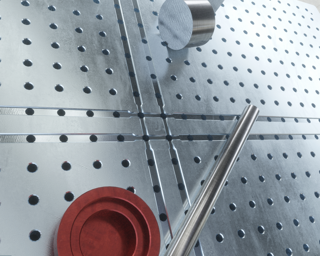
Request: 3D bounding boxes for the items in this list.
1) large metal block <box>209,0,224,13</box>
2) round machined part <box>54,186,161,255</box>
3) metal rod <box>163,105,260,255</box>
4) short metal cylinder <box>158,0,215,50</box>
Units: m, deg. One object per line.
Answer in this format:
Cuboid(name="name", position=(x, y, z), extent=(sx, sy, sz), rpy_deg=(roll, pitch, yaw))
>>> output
Cuboid(name="large metal block", position=(0.070, -0.236, 0.557), extent=(0.081, 0.080, 0.050), rpy_deg=(-24, 75, -37))
Cuboid(name="round machined part", position=(-0.053, 0.110, 0.303), extent=(0.099, 0.042, 0.098), rpy_deg=(14, 56, -21))
Cuboid(name="metal rod", position=(0.078, 0.063, 0.413), extent=(0.025, 0.025, 0.301), rpy_deg=(40, 51, -2))
Cuboid(name="short metal cylinder", position=(0.042, -0.170, 0.502), extent=(0.050, 0.080, 0.080), rpy_deg=(-20, 73, -36))
